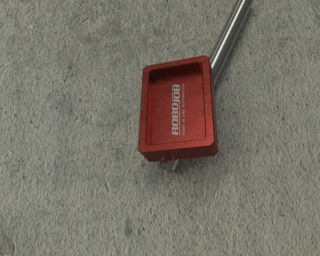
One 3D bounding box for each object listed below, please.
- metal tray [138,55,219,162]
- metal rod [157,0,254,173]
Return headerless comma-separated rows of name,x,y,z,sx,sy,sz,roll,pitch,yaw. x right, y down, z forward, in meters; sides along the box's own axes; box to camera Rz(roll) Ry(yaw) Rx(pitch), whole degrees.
metal tray,0.023,-0.026,0.392,0.090,0.030,0.130,-7,61,15
metal rod,0.071,-0.076,0.436,0.025,0.025,0.300,24,71,8
